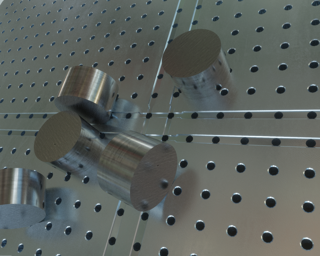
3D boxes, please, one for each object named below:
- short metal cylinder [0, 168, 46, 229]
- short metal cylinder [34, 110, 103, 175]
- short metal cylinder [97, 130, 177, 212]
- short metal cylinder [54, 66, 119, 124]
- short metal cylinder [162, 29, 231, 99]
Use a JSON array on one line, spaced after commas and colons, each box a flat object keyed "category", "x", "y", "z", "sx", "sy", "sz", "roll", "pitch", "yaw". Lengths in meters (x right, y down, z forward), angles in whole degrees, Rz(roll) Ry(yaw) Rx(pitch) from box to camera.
[{"category": "short metal cylinder", "x": -0.196, "y": 0.096, "z": 0.415, "sx": 0.080, "sy": 0.080, "sz": 0.050, "roll": -24, "pitch": 53, "yaw": 13}, {"category": "short metal cylinder", "x": -0.131, "y": 0.022, "z": 0.446, "sx": 0.080, "sy": 0.050, "sz": 0.080, "roll": -13, "pitch": 56, "yaw": 20}, {"category": "short metal cylinder", "x": -0.024, "y": 0.048, "z": 0.355, "sx": 0.050, "sy": 0.080, "sz": 0.080, "roll": 19, "pitch": 72, "yaw": 35}, {"category": "short metal cylinder", "x": -0.107, "y": -0.047, "z": 0.455, "sx": 0.080, "sy": 0.080, "sz": 0.050, "roll": -1, "pitch": 62, "yaw": 27}, {"category": "short metal cylinder", "x": 0.049, "y": -0.086, "z": 0.418, "sx": 0.080, "sy": 0.050, "sz": 0.080, "roll": -13, "pitch": 56, "yaw": 20}]
